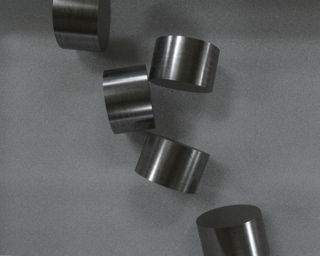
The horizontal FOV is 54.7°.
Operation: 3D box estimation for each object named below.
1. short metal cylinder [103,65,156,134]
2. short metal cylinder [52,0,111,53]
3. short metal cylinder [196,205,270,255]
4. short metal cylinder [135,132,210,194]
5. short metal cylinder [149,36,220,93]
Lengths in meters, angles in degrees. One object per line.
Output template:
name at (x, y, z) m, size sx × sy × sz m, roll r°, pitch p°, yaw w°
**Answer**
short metal cylinder at (-0.036, -0.035, 0.383) m, size 0.050 × 0.080 × 0.080 m, roll -9°, pitch 90°, yaw 0°
short metal cylinder at (-0.094, -0.136, 0.383) m, size 0.050 × 0.080 × 0.080 m, roll 6°, pitch 90°, yaw 0°
short metal cylinder at (0.090, 0.133, 0.385) m, size 0.080 × 0.080 × 0.050 m, roll -13°, pitch 90°, yaw 0°
short metal cylinder at (0.015, 0.042, 0.384) m, size 0.080 × 0.080 × 0.050 m, roll 20°, pitch 90°, yaw 0°
short metal cylinder at (0.030, -0.076, 0.384) m, size 0.080 × 0.080 × 0.050 m, roll 11°, pitch 90°, yaw 0°
